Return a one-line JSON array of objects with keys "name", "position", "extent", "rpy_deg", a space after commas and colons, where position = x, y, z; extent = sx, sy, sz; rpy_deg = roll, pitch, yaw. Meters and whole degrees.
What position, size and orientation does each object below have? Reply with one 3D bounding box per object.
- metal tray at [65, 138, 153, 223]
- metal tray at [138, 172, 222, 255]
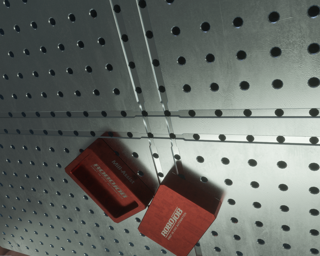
[{"name": "metal tray", "position": [-0.085, 0.089, 0.508], "extent": [0.130, 0.030, 0.090], "rpy_deg": [48, 129, -6]}, {"name": "metal tray", "position": [0.026, 0.138, 0.480], "extent": [0.090, 0.030, 0.129], "rpy_deg": [30, 128, 9]}]
